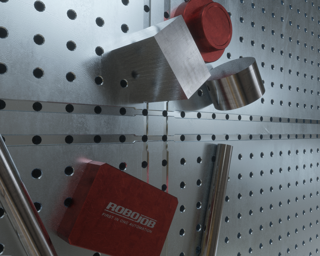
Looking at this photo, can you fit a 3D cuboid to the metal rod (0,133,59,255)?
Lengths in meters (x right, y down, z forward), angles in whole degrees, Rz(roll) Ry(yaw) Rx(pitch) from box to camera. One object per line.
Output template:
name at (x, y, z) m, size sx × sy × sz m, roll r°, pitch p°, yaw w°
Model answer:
metal rod at (-0.151, 0.026, 0.283) m, size 0.025 × 0.025 × 0.298 m, roll -29°, pitch 109°, yaw -36°

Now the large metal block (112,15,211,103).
large metal block at (0.002, -0.079, 0.377) m, size 0.050 × 0.080 × 0.080 m, roll -47°, pitch 118°, yaw -30°

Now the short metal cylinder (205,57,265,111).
short metal cylinder at (0.112, -0.068, 0.470) m, size 0.080 × 0.080 × 0.050 m, roll -39°, pitch 114°, yaw -33°

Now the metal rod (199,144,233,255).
metal rod at (0.077, 0.173, 0.476) m, size 0.025 × 0.025 × 0.299 m, roll 19°, pitch 78°, yaw -39°

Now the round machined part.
round machined part at (0.070, -0.146, 0.459) m, size 0.099 × 0.042 × 0.097 m, roll 0°, pitch 90°, yaw -40°

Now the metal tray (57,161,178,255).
metal tray at (-0.043, 0.105, 0.372) m, size 0.130 × 0.030 × 0.090 m, roll 34°, pitch 69°, yaw -35°
